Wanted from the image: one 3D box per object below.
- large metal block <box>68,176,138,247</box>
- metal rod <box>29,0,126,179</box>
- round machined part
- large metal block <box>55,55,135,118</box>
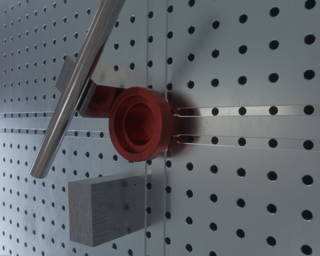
[{"bbox_3d":[-0.080,0.112,0.440,0.050,0.081,0.080,-4,87,40],"label":"large metal block"},{"bbox_3d":[-0.106,-0.053,0.392,0.025,0.025,0.298,45,117,30],"label":"metal rod"},{"bbox_3d":[-0.021,-0.005,0.415,0.098,0.042,0.097,0,90,40],"label":"round machined part"},{"bbox_3d":[-0.089,-0.057,0.447,0.080,0.081,0.050,43,116,31],"label":"large metal block"}]
